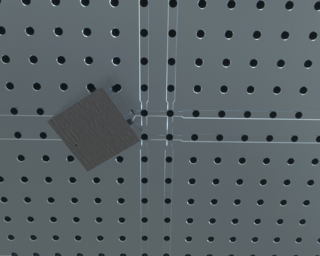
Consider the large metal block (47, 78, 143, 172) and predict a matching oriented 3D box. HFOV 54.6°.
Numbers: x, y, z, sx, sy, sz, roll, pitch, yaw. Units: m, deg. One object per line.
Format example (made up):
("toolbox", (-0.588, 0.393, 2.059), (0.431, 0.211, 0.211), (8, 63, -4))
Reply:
("large metal block", (-0.079, -0.005, 0.398), (0.080, 0.050, 0.080), (-30, 107, 10))
